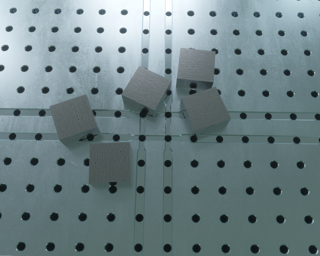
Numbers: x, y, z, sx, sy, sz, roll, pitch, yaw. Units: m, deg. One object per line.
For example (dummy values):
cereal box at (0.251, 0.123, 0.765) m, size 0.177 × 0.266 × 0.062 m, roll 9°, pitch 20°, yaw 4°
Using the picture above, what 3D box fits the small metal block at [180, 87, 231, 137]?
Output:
small metal block at (0.061, -0.022, 0.421) m, size 0.050 × 0.025 × 0.050 m, roll -19°, pitch 71°, yaw -7°

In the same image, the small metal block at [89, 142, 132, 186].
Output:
small metal block at (-0.062, 0.046, 0.394) m, size 0.050 × 0.025 × 0.050 m, roll -2°, pitch 70°, yaw -1°

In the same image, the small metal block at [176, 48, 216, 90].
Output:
small metal block at (0.051, -0.084, 0.443) m, size 0.050 × 0.025 × 0.050 m, roll 7°, pitch 70°, yaw 2°

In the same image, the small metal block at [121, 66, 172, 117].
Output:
small metal block at (-0.018, -0.051, 0.430) m, size 0.050 × 0.025 × 0.050 m, roll 26°, pitch 72°, yaw 8°

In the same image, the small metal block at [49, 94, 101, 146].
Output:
small metal block at (-0.113, -0.011, 0.414) m, size 0.050 × 0.025 × 0.050 m, roll -20°, pitch 71°, yaw -8°
